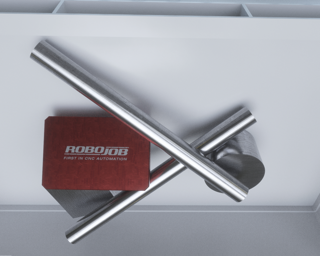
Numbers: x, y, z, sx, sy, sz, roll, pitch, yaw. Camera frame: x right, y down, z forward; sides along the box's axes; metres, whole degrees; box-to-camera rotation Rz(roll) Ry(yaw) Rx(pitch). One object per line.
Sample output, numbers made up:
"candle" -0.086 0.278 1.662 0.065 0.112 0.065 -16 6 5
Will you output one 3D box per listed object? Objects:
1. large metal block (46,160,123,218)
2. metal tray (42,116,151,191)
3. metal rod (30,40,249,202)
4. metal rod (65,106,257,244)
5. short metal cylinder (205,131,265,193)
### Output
"large metal block" -0.107 0.082 0.455 0.080 0.050 0.080 -15 129 12
"metal tray" -0.078 0.032 0.394 0.131 0.030 0.089 1 86 0
"metal rod" -0.014 0.000 0.368 0.301 0.025 0.025 36 122 -12
"metal rod" -0.005 0.068 0.417 0.300 0.025 0.025 -35 123 9
"short metal cylinder" 0.099 0.047 0.431 0.081 0.050 0.079 0 130 0
